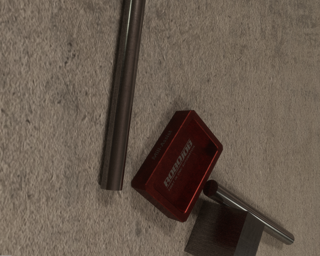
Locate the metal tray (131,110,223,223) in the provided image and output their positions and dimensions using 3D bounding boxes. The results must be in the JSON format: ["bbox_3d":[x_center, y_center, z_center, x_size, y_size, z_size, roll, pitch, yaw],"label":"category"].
[{"bbox_3d":[0.029,0.050,0.428,0.090,0.030,0.130,48,62,-30],"label":"metal tray"}]

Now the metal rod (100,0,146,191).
[{"bbox_3d":[-0.039,-0.077,0.373,0.025,0.025,0.298,11,83,-40],"label":"metal rod"}]

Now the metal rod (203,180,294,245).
[{"bbox_3d":[0.166,0.155,0.533,0.301,0.025,0.025,36,68,-39],"label":"metal rod"}]

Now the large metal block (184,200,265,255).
[{"bbox_3d":[0.094,0.160,0.451,0.050,0.080,0.080,39,66,-34],"label":"large metal block"}]
